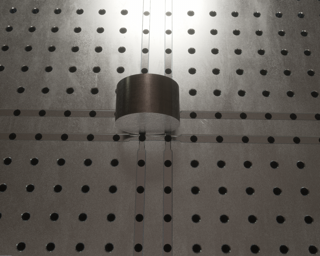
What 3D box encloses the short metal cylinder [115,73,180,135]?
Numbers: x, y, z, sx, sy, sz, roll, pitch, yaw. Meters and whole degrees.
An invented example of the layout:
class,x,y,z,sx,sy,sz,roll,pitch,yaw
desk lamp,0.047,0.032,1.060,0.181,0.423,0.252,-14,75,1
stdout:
class,x,y,z,sx,sy,sz,roll,pitch,yaw
short metal cylinder,-0.015,-0.027,0.392,0.081,0.080,0.050,0,70,-1
